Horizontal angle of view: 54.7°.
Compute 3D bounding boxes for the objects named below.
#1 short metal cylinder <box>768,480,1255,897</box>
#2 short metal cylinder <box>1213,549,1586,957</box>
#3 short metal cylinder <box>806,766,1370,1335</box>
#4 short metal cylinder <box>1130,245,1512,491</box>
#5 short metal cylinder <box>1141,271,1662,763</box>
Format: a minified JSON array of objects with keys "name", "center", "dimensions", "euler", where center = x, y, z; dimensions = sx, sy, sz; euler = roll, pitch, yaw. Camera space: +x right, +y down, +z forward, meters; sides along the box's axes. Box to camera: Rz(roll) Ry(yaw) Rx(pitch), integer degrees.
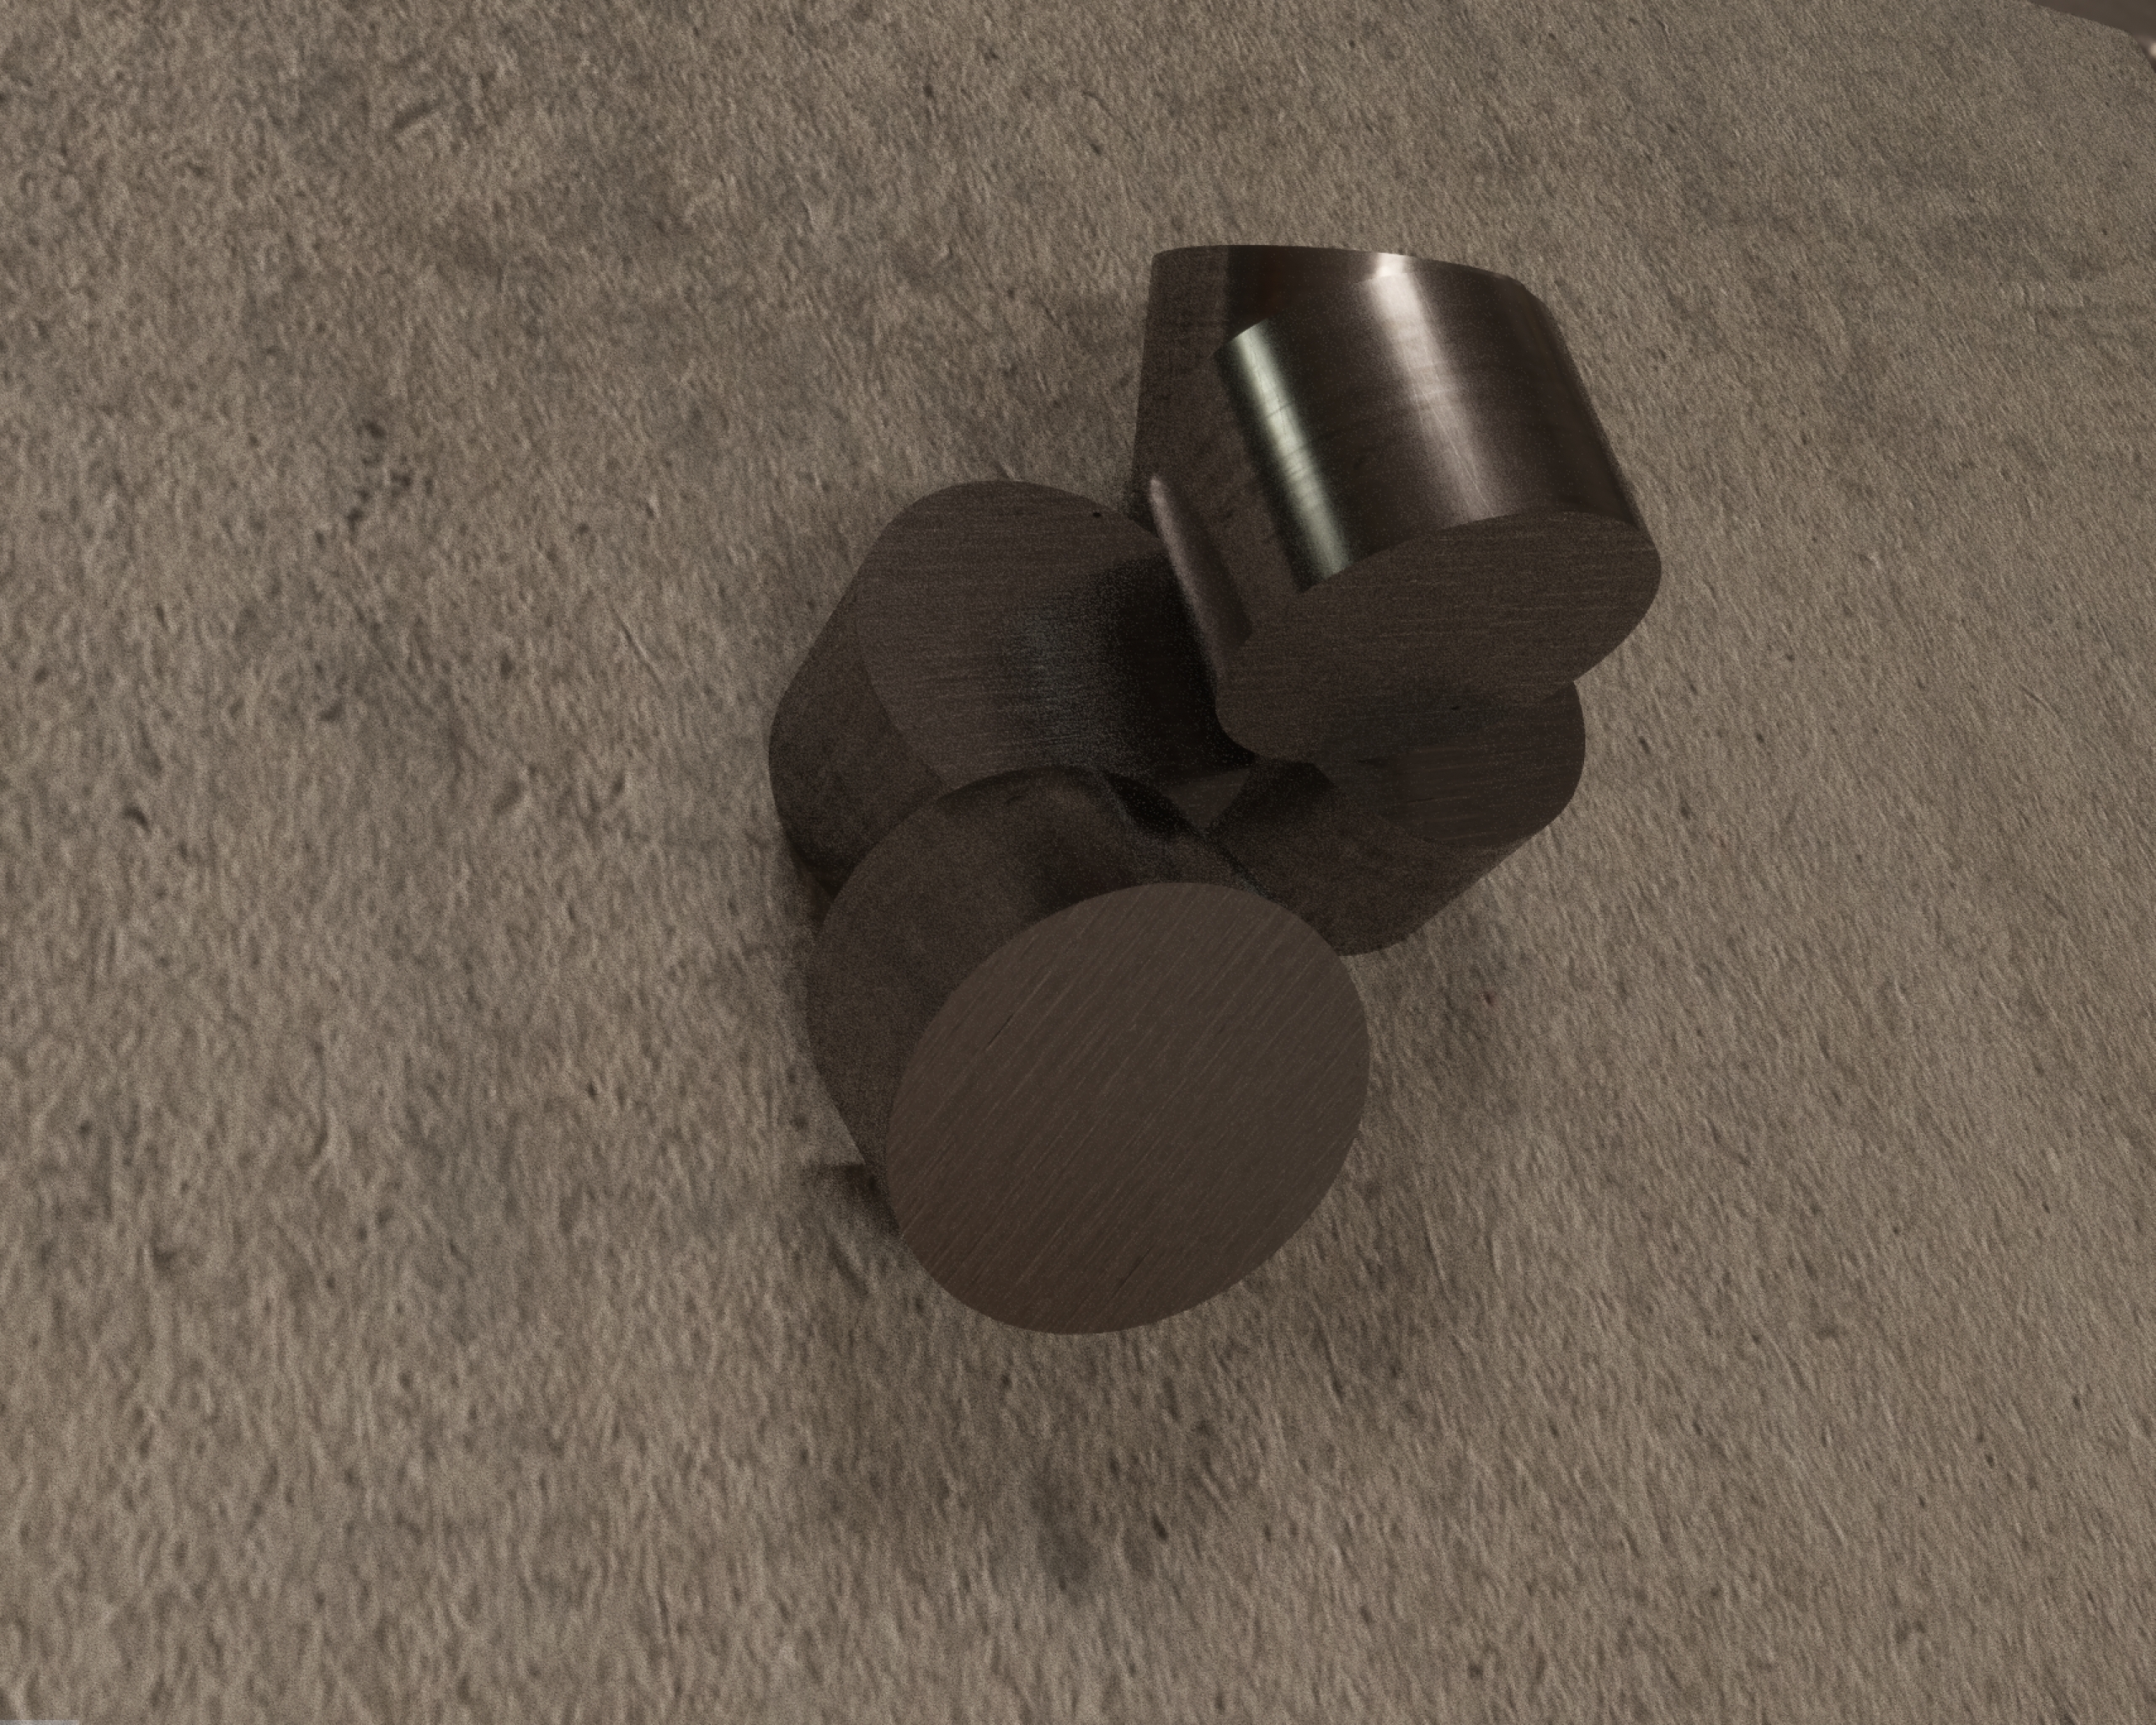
[{"name":"short metal cylinder","center":[-0.013,-0.026,0.399],"dimensions":[0.081,0.050,0.080],"euler":[14,56,-21]},{"name":"short metal cylinder","center":[0.058,-0.027,0.438],"dimensions":[0.081,0.050,0.080],"euler":[14,56,-21]},{"name":"short metal cylinder","center":[0.001,0.030,0.345],"dimensions":[0.081,0.079,0.050],"euler":[7,20,-25]},{"name":"short metal cylinder","center":[0.054,-0.102,0.454],"dimensions":[0.081,0.080,0.050],"euler":[1,100,-28]},{"name":"short metal cylinder","center":[0.057,-0.059,0.374],"dimensions":[0.081,0.080,0.050],"euler":[-2,63,-29]}]
